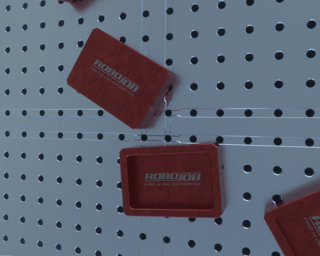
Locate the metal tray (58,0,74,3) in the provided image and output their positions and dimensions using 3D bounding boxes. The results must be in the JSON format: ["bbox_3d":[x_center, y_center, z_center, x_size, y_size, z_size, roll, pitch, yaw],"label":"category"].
[{"bbox_3d":[-0.156,-0.261,0.451,0.130,0.030,0.090,50,119,12],"label":"metal tray"}]

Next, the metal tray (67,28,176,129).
[{"bbox_3d":[-0.056,-0.068,0.429,0.130,0.030,0.090,34,101,16],"label":"metal tray"}]

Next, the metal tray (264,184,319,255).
[{"bbox_3d":[0.188,0.134,0.343,0.090,0.030,0.130,-30,81,17],"label":"metal tray"}]

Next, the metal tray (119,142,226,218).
[{"bbox_3d":[0.015,0.067,0.403,0.130,0.030,0.089,-4,89,19],"label":"metal tray"}]
